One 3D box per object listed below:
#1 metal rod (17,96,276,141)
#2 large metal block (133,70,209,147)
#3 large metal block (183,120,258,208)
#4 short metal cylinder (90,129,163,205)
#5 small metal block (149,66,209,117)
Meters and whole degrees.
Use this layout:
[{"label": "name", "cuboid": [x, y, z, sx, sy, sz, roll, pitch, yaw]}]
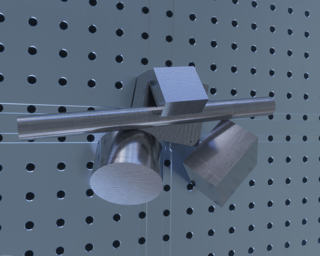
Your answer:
[{"label": "metal rod", "cuboid": [0.002, -0.014, 0.357, 0.303, 0.025, 0.025, -6, 92, -20]}, {"label": "large metal block", "cuboid": [0.009, -0.023, 0.399, 0.081, 0.050, 0.080, 11, 86, -20]}, {"label": "large metal block", "cuboid": [0.082, 0.046, 0.403, 0.080, 0.050, 0.080, -47, 148, -14]}, {"label": "short metal cylinder", "cuboid": [-0.037, 0.046, 0.360, 0.080, 0.080, 0.050, 21, 41, -19]}, {"label": "small metal block", "cuboid": [0.020, -0.042, 0.350, 0.050, 0.025, 0.050, -6, 57, -20]}]
